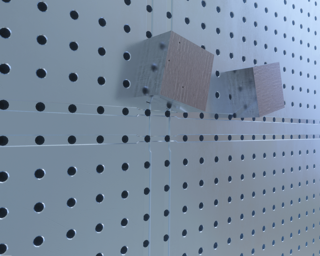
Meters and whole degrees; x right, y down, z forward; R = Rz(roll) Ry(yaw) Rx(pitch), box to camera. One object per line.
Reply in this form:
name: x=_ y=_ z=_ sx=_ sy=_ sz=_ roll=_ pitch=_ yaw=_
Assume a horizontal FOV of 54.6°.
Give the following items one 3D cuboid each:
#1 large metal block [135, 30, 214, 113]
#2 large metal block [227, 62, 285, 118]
large metal block: x=0.021 y=-0.069 z=0.409 sx=0.080 sy=0.050 sz=0.080 roll=16 pitch=80 yaw=-39
large metal block: x=0.165 y=-0.065 z=0.529 sx=0.081 sy=0.050 sz=0.080 roll=-18 pitch=101 yaw=-39
